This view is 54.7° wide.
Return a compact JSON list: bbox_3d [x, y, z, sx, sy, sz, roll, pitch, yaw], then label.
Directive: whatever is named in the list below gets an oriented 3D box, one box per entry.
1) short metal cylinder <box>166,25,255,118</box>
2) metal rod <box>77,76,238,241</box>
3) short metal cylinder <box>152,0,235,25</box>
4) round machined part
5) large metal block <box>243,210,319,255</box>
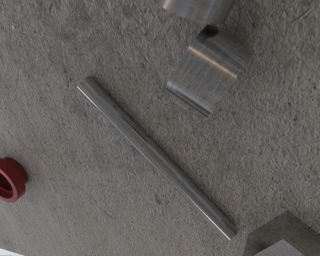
[{"bbox_3d":[0.050,-0.057,0.310,0.050,0.080,0.079,36,129,5],"label":"short metal cylinder"},{"bbox_3d":[-0.001,0.045,0.434,0.300,0.025,0.025,46,129,-5],"label":"metal rod"},{"bbox_3d":[0.032,-0.134,0.272,0.080,0.080,0.050,31,128,8],"label":"short metal cylinder"},{"bbox_3d":[-0.306,0.097,0.617,0.098,0.042,0.097,13,124,21],"label":"round machined part"},{"bbox_3d":[0.168,0.167,0.406,0.080,0.050,0.080,38,129,2],"label":"large metal block"}]
